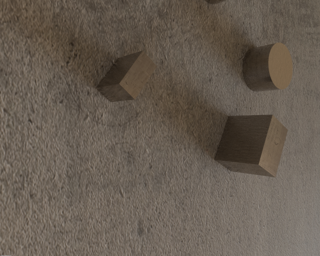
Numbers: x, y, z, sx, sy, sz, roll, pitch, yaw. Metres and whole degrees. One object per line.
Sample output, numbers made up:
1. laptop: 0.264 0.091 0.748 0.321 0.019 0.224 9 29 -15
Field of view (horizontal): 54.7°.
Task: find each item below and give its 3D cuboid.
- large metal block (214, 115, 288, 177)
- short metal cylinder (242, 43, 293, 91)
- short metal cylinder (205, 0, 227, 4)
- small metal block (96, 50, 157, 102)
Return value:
1. large metal block: 0.143 0.027 0.489 0.050 0.080 0.080 34 69 -35
2. short metal cylinder: 0.191 -0.106 0.548 0.081 0.050 0.079 0 90 -40
3. short metal cylinder: 0.095 -0.235 0.467 0.081 0.050 0.079 0 90 -40
4. small metal block: -0.039 -0.058 0.356 0.025 0.050 0.050 45 63 -31
